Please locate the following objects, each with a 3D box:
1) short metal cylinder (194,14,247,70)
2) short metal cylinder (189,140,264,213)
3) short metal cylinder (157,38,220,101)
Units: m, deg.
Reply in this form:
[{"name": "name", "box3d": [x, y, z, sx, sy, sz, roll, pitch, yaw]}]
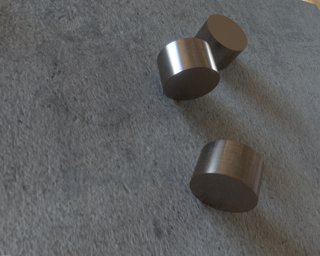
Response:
[{"name": "short metal cylinder", "box3d": [0.103, -0.149, 0.536, 0.081, 0.050, 0.080, 14, 56, -21]}, {"name": "short metal cylinder", "box3d": [0.082, 0.060, 0.378, 0.080, 0.080, 0.050, 32, 51, -8]}, {"name": "short metal cylinder", "box3d": [0.039, -0.082, 0.441, 0.081, 0.080, 0.050, 3, 61, -27]}]
